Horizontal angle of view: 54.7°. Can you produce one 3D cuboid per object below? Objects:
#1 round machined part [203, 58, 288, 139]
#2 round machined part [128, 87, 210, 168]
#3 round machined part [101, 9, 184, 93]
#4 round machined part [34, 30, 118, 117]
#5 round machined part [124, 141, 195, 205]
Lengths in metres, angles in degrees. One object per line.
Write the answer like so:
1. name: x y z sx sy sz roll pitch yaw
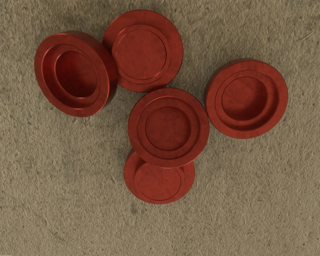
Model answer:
1. round machined part: 0.104 -0.039 0.389 0.099 0.042 0.097 0 110 -1
2. round machined part: 0.010 0.000 0.391 0.099 0.042 0.097 0 87 -3
3. round machined part: -0.021 -0.089 0.368 0.099 0.042 0.097 0 110 -1
4. round machined part: -0.094 -0.065 0.365 0.098 0.042 0.097 10 119 18
5. round machined part: -0.001 0.064 0.425 0.099 0.042 0.097 0 110 -1
